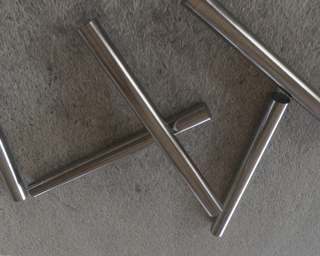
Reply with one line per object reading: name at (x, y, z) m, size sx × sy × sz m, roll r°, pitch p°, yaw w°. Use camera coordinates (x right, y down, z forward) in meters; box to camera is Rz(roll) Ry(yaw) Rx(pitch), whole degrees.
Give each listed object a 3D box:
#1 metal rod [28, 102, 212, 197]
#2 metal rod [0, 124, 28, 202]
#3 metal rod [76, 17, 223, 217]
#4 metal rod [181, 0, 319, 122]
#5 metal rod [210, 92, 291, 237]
metal rod at (-0.069, 0.037, 0.437) m, size 0.300 × 0.025 × 0.025 m, roll -25°, pitch 126°, yaw 19°
metal rod at (-0.222, -0.005, 0.400) m, size 0.025 × 0.025 × 0.298 m, roll 1°, pitch 130°, yaw -1°
metal rod at (0.002, 0.005, 0.380) m, size 0.025 × 0.025 × 0.299 m, roll -25°, pitch 117°, yaw 20°
metal rod at (0.146, -0.058, 0.359) m, size 0.301 × 0.025 × 0.025 m, roll 31°, pitch 123°, yaw -24°
metal rod at (0.125, 0.076, 0.472) m, size 0.025 × 0.025 × 0.298 m, roll 6°, pitch 130°, yaw -5°
